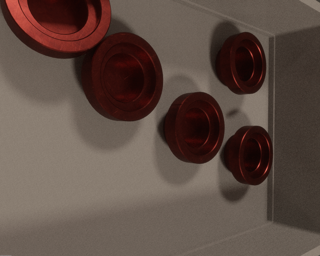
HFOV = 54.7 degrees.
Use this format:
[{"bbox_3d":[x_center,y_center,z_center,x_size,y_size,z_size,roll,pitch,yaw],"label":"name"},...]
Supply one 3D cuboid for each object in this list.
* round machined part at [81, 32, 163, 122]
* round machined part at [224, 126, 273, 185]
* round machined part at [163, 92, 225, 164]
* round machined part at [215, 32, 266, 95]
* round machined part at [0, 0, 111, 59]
[{"bbox_3d":[-0.046,-0.056,0.356,0.099,0.042,0.097,-3,94,-42],"label":"round machined part"},{"bbox_3d":[0.145,0.045,0.521,0.099,0.042,0.097,0,90,-40],"label":"round machined part"},{"bbox_3d":[0.043,0.000,0.434,0.099,0.042,0.097,0,90,-40],"label":"round machined part"},{"bbox_3d":[0.128,-0.103,0.506,0.099,0.042,0.097,0,90,-40],"label":"round machined part"},{"bbox_3d":[-0.102,-0.115,0.304,0.099,0.042,0.097,5,81,-32],"label":"round machined part"}]
